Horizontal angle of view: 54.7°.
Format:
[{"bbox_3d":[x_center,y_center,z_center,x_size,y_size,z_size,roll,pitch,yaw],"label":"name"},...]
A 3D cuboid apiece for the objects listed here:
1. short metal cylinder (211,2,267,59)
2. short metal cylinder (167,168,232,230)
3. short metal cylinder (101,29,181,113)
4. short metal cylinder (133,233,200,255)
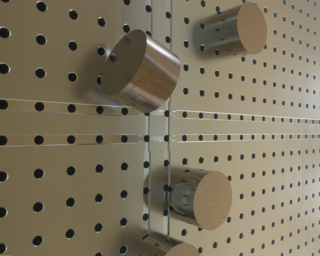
[{"bbox_3d":[0.128,-0.155,0.499,0.081,0.050,0.079,0,90,-40],"label":"short metal cylinder"},{"bbox_3d":[0.058,0.099,0.441,0.081,0.050,0.079,0,90,-40],"label":"short metal cylinder"},{"bbox_3d":[-0.023,-0.063,0.353,0.050,0.080,0.080,26,74,-37],"label":"short metal cylinder"},{"bbox_3d":[0.008,0.182,0.400,0.081,0.050,0.079,0,90,-40],"label":"short metal cylinder"}]
